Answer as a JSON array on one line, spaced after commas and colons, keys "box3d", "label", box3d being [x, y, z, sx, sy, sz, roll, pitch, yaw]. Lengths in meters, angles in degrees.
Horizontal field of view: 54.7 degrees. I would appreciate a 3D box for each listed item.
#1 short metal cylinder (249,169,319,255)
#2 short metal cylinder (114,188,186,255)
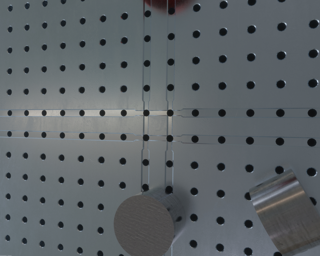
[{"box3d": [0.140, 0.091, 0.334, 0.050, 0.080, 0.080, -32, 80, 17], "label": "short metal cylinder"}, {"box3d": [-0.012, 0.122, 0.403, 0.080, 0.050, 0.080, 0, 90, 20], "label": "short metal cylinder"}]
